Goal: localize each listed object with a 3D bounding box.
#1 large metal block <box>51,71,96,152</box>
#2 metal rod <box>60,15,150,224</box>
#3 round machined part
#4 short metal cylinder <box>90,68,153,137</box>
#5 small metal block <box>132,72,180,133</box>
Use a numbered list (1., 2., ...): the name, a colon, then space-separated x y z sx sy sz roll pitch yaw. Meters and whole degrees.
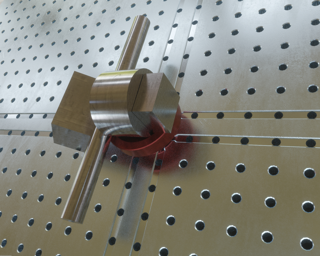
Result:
1. large metal block: -0.110 -0.019 0.433 0.050 0.080 0.080 19 65 -9
2. metal rod: -0.062 -0.029 0.404 0.025 0.025 0.300 1 62 28
3. round machined part: -0.017 -0.007 0.408 0.098 0.042 0.098 -13 56 20
4. short metal cylinder: -0.038 -0.029 0.371 0.050 0.080 0.080 1 62 28
5. small metal block: -0.003 -0.028 0.355 0.025 0.050 0.050 1 63 28
